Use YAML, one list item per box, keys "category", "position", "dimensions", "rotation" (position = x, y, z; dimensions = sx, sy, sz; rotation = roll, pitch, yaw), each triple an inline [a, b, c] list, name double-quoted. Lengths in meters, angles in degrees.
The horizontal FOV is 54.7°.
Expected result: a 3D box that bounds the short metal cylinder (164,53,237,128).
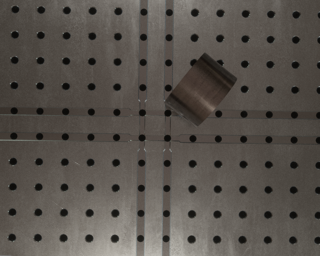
- category: "short metal cylinder"
  position: [0.050, -0.047, 0.387]
  dimensions: [0.050, 0.080, 0.080]
  rotation: [39, 90, -1]
